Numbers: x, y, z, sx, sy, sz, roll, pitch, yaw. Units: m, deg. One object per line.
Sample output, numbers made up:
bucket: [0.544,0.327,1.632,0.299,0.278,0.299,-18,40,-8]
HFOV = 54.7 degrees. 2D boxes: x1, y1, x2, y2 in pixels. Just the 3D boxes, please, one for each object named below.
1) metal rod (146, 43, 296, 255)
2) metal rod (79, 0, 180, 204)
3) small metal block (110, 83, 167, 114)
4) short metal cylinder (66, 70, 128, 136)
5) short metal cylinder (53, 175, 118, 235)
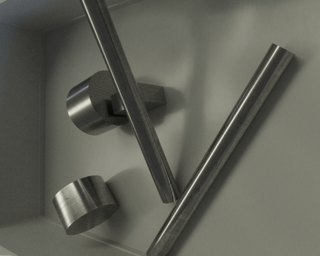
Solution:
metal rod: [0.058,0.046,0.357,0.025,0.025,0.298,41,114,32]
metal rod: [-0.038,-0.046,0.360,0.025,0.025,0.298,-9,108,39]
small metal block: [-0.028,-0.037,0.412,0.050,0.050,0.025,-21,77,38]
short metal cylinder: [-0.082,-0.034,0.437,0.050,0.081,0.080,-21,77,38]
short metal cylinder: [-0.110,0.114,0.459,0.080,0.081,0.050,-49,61,29]
